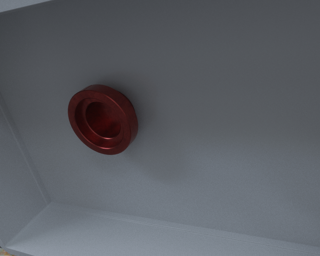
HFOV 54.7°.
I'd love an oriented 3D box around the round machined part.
[{"bbox_3d":[-0.073,-0.015,0.425,0.098,0.042,0.097,13,124,20],"label":"round machined part"}]
